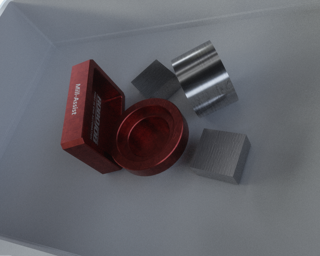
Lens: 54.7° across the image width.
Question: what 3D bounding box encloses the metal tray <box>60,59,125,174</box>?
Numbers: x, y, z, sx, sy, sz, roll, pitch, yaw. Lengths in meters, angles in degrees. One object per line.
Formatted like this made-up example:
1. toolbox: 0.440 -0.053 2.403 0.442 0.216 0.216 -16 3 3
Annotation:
1. metal tray: -0.083 -0.015 0.413 0.030 0.090 0.130 -16 55 20

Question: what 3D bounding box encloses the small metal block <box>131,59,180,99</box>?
1. small metal block: -0.006 -0.064 0.444 0.050 0.025 0.050 -42 50 -1

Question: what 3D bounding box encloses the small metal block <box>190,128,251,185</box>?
1. small metal block: 0.068 0.031 0.348 0.050 0.025 0.050 9 66 33

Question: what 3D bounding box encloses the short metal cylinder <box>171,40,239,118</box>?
1. short metal cylinder: 0.054 -0.058 0.375 0.050 0.080 0.080 -26 53 12

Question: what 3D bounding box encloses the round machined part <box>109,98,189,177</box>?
1. round machined part: -0.010 0.015 0.386 0.098 0.042 0.098 -13 56 20
